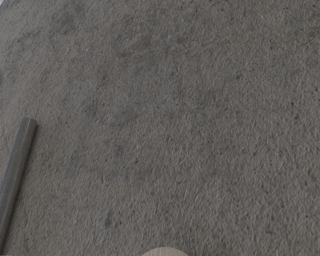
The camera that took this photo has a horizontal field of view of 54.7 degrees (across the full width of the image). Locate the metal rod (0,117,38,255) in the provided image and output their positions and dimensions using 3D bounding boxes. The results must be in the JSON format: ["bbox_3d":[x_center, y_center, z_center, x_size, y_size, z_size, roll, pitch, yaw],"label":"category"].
[{"bbox_3d":[-0.227,0.118,0.450,0.025,0.025,0.299,-11,57,22],"label":"metal rod"}]

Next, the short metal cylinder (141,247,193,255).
[{"bbox_3d":[0.012,0.156,0.286,0.080,0.050,0.080,-13,56,21],"label":"short metal cylinder"}]
